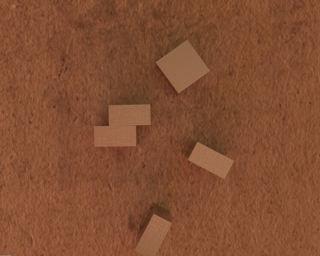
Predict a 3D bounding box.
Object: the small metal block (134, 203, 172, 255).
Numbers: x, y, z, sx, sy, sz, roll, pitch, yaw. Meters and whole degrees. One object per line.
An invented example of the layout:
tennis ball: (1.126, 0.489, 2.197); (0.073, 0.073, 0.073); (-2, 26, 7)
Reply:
small metal block: (-0.008, 0.131, 0.398); (0.025, 0.050, 0.050); (28, 90, 0)

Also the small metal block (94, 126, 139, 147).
small metal block: (-0.054, 0.010, 0.397); (0.050, 0.050, 0.025); (-1, 91, -1)

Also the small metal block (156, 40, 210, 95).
small metal block: (0.029, -0.079, 0.410); (0.050, 0.025, 0.050); (-36, 90, 0)

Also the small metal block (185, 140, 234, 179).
small metal block: (0.062, 0.039, 0.398); (0.050, 0.050, 0.025); (28, 90, -1)

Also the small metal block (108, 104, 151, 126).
small metal block: (-0.037, -0.016, 0.397); (0.050, 0.050, 0.025); (-1, 90, 0)
